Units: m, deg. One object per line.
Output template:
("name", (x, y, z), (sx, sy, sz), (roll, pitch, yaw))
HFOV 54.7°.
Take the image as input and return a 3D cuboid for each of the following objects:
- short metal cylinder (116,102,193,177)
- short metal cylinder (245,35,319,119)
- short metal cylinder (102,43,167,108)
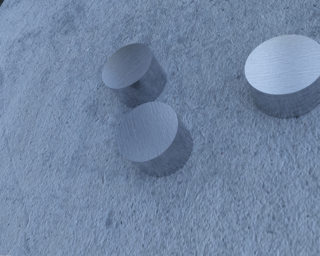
("short metal cylinder", (-0.006, 0.014, 0.382), (0.080, 0.050, 0.080), (-13, 56, 21))
("short metal cylinder", (0.141, -0.057, 0.349), (0.080, 0.050, 0.080), (-13, 56, 21))
("short metal cylinder", (-0.037, -0.077, 0.454), (0.080, 0.050, 0.080), (-13, 56, 21))
